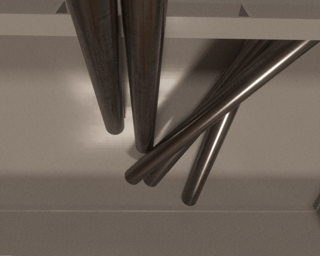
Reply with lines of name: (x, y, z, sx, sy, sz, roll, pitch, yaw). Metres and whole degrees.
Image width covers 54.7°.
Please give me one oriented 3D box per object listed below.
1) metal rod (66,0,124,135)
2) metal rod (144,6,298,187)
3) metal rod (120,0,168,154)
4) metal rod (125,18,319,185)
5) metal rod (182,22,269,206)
metal rod: (-0.045, -0.038, 0.265, 0.025, 0.025, 0.299, 5, 166, -5)
metal rod: (0.051, -0.012, 0.380, 0.025, 0.025, 0.298, 20, 133, -17)
metal rod: (-0.015, -0.024, 0.291, 0.025, 0.025, 0.299, 2, 161, -2)
metal rod: (0.042, -0.005, 0.354, 0.025, 0.025, 0.299, 27, 135, -22)
metal rod: (0.077, 0.007, 0.415, 0.025, 0.025, 0.298, 8, 130, -8)
